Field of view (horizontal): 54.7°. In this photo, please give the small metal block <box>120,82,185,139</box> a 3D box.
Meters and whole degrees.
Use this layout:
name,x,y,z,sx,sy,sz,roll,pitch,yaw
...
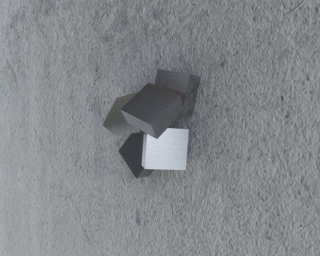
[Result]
name,x,y,z,sx,sy,sz,roll,pitch,yaw
small metal block,-0.008,-0.021,0.361,0.050,0.025,0.050,27,63,36

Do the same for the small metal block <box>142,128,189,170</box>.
name,x,y,z,sx,sy,sz,roll,pitch,yaw
small metal block,0.006,0.024,0.381,0.025,0.050,0.050,-164,78,-77

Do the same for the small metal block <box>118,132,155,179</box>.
name,x,y,z,sx,sy,sz,roll,pitch,yaw
small metal block,-0.023,0.033,0.424,0.050,0.025,0.050,-52,60,27

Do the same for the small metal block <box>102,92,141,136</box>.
name,x,y,z,sx,sy,sz,roll,pitch,yaw
small metal block,-0.044,-0.020,0.424,0.050,0.025,0.050,-10,46,39

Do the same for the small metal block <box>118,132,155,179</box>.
name,x,y,z,sx,sy,sz,roll,pitch,yaw
small metal block,-0.023,0.033,0.424,0.050,0.025,0.050,-52,60,27

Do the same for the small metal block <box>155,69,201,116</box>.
name,x,y,z,sx,sy,sz,roll,pitch,yaw
small metal block,0.019,-0.045,0.389,0.050,0.025,0.050,18,101,38
